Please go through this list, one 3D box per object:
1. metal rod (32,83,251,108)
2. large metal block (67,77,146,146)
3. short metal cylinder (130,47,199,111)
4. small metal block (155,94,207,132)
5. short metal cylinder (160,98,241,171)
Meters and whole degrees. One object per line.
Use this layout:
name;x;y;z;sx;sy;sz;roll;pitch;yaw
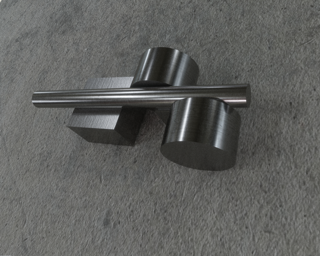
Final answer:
metal rod;-0.043;-0.037;0.384;0.301;0.025;0.025;2;63;27
large metal block;-0.070;-0.024;0.435;0.080;0.050;0.080;3;63;29
short metal cylinder;0.006;-0.059;0.403;0.080;0.080;0.050;2;63;29
small metal block;0.030;-0.018;0.382;0.050;0.050;0.025;1;63;28
short metal cylinder;0.045;0.009;0.339;0.080;0.080;0.050;0;62;28
